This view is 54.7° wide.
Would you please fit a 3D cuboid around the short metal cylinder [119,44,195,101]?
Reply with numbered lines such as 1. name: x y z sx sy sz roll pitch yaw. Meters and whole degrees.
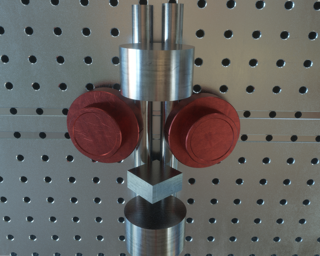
1. short metal cylinder: -0.003 -0.064 0.337 0.081 0.080 0.050 1 110 -1

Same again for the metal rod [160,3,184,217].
1. metal rod: 0.013 -0.005 0.411 0.025 0.025 0.298 1 110 0

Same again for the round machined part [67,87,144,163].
1. round machined part: -0.074 0.001 0.391 0.098 0.042 0.097 5 111 13

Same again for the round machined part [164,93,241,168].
1. round machined part: 0.058 0.008 0.393 0.099 0.042 0.097 -6 111 -14

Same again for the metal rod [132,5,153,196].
1. metal rod: -0.022 -0.003 0.411 0.025 0.025 0.298 1 110 0

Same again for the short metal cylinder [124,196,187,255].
1. short metal cylinder: -0.006 0.128 0.408 0.081 0.080 0.050 1 110 -1

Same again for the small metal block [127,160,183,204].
1. small metal block: -0.007 0.067 0.400 0.050 0.050 0.025 -16 116 -39
